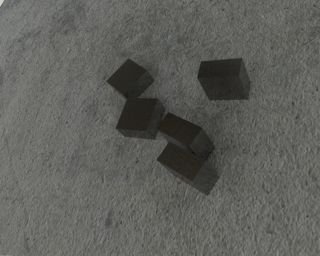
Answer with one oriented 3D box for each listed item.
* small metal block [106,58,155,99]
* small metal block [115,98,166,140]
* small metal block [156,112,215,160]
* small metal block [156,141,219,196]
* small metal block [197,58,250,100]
[{"bbox_3d":[-0.045,-0.072,0.472,0.050,0.025,0.050,-47,51,-5],"label":"small metal block"},{"bbox_3d":[-0.026,-0.013,0.426,0.050,0.025,0.050,4,64,30],"label":"small metal block"},{"bbox_3d":[0.031,0.012,0.364,0.050,0.050,0.025,27,77,37],"label":"small metal block"},{"bbox_3d":[0.032,0.045,0.343,0.050,0.050,0.025,27,77,37],"label":"small metal block"},{"bbox_3d":[0.080,-0.058,0.382,0.050,0.050,0.025,1,63,29],"label":"small metal block"}]
